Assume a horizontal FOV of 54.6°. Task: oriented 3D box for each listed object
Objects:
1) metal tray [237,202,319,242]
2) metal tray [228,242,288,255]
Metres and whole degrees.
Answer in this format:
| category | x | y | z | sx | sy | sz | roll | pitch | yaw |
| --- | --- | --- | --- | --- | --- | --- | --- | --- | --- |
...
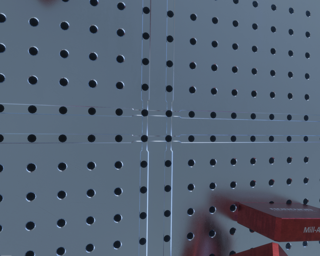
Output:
| category | x | y | z | sx | sy | sz | roll | pitch | yaw |
| --- | --- | --- | --- | --- | --- | --- | --- | --- | --- |
| metal tray | 0.191 | 0.133 | 0.448 | 0.131 | 0.090 | 0.030 | 6 | 88 | -20 |
| metal tray | 0.119 | 0.209 | 0.409 | 0.090 | 0.130 | 0.030 | 50 | 30 | -14 |
